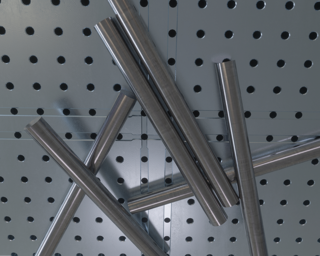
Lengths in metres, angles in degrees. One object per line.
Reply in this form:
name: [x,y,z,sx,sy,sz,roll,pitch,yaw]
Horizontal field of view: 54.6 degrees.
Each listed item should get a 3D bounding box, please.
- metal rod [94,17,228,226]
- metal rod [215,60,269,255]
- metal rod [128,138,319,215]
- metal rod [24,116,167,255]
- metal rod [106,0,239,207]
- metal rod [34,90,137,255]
metal rod: [0.007,0.001,0.397,0.025,0.025,0.299,-29,102,10]
metal rod: [0.112,0.062,0.410,0.025,0.025,0.298,-12,100,4]
metal rod: [0.099,0.067,0.438,0.301,0.025,0.025,-19,109,6]
metal rod: [-0.072,0.105,0.430,0.025,0.025,0.300,-30,115,10]
metal rod: [0.022,-0.027,0.388,0.025,0.025,0.299,-28,102,10]
metal rod: [-0.112,0.080,0.441,0.025,0.025,0.299,28,108,-10]
